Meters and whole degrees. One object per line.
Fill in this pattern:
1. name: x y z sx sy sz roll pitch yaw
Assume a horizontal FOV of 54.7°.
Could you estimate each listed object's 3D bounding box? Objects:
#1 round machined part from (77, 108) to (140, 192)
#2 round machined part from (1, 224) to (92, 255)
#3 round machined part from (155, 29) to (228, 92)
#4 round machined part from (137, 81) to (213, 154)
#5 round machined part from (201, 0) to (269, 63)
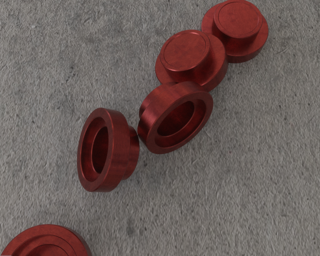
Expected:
1. round machined part: -0.060 0.027 0.369 0.042 0.098 0.098 11 66 -35
2. round machined part: -0.122 0.158 0.340 0.099 0.042 0.098 0 70 0
3. round machined part: 0.038 -0.092 0.415 0.098 0.042 0.098 -10 60 18
4. round machined part: 0.014 -0.017 0.378 0.098 0.098 0.042 -34 59 -12
5. round machined part: 0.110 -0.148 0.454 0.099 0.042 0.098 0 70 0
